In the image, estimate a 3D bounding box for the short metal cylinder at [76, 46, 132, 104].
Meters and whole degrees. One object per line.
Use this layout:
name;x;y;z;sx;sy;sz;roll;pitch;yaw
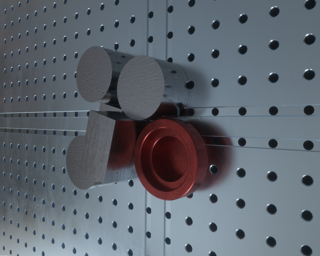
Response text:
short metal cylinder;-0.079;-0.076;0.458;0.080;0.050;0.080;0;90;40

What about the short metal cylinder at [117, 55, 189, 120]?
short metal cylinder;-0.009;-0.050;0.401;0.080;0.050;0.080;0;90;40

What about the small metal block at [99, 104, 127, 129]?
small metal block;-0.068;-0.008;0.465;0.050;0.025;0.050;19;102;38

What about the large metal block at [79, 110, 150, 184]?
large metal block;-0.053;0.022;0.413;0.050;0.081;0.079;20;103;38

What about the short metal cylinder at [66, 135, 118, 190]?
short metal cylinder;-0.099;0.051;0.475;0.080;0.050;0.080;0;90;40

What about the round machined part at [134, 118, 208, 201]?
round machined part;0.018;0.037;0.384;0.098;0.042;0.097;0;90;40
